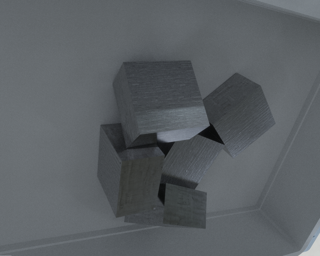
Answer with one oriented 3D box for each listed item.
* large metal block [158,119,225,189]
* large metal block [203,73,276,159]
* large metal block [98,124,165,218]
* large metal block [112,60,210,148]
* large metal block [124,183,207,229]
[{"bbox_3d":[0.028,0.033,0.430,0.080,0.050,0.080,21,107,-36],"label":"large metal block"},{"bbox_3d":[0.107,-0.017,0.441,0.080,0.050,0.080,-40,130,-2],"label":"large metal block"},{"bbox_3d":[-0.040,0.048,0.381,0.050,0.080,0.079,-6,121,-26],"label":"large metal block"},{"bbox_3d":[-0.001,-0.027,0.348,0.081,0.080,0.050,-7,163,-24],"label":"large metal block"},{"bbox_3d":[0.008,0.112,0.439,0.080,0.080,0.050,21,65,-38],"label":"large metal block"}]
